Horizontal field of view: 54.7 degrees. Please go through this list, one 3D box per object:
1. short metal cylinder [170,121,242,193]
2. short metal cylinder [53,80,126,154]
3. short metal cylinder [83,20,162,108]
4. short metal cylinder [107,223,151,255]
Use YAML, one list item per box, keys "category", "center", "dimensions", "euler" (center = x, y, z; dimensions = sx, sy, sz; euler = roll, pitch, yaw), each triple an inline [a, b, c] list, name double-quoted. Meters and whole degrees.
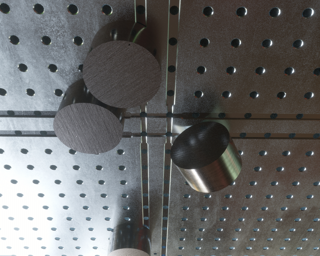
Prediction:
- category: "short metal cylinder"
  center: [0.061, 0.037, 0.408]
  dimensions: [0.080, 0.080, 0.050]
  euler: [-21, 127, 17]
- category: "short metal cylinder"
  center: [-0.084, -0.014, 0.383]
  dimensions: [0.081, 0.050, 0.079]
  euler: [0, 131, 0]
- category: "short metal cylinder"
  center: [-0.039, -0.068, 0.337]
  dimensions: [0.081, 0.050, 0.079]
  euler: [0, 130, 0]
- category: "short metal cylinder"
  center: [-0.057, 0.224, 0.586]
  dimensions: [0.081, 0.050, 0.079]
  euler: [0, 130, 0]
